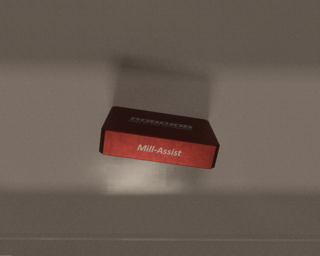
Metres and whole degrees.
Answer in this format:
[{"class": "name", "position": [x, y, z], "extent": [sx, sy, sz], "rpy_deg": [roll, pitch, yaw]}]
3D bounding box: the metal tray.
[{"class": "metal tray", "position": [-0.001, 0.009, 0.379], "extent": [0.131, 0.090, 0.030], "rpy_deg": [8, 110, -4]}]
